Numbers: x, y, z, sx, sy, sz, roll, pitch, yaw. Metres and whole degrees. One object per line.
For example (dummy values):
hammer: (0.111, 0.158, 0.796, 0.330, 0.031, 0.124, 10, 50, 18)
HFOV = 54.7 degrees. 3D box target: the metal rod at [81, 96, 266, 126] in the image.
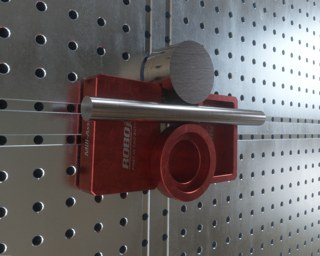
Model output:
metal rod: (0.043, -0.018, 0.401, 0.302, 0.025, 0.025, 1, 90, -40)

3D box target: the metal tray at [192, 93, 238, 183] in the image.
metal tray: (0.077, 0.015, 0.466, 0.091, 0.030, 0.129, 1, 89, -40)

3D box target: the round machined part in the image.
round machined part: (0.025, 0.043, 0.403, 0.099, 0.042, 0.097, 0, 90, -40)

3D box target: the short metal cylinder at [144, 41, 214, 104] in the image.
short metal cylinder: (0.026, -0.070, 0.409, 0.081, 0.050, 0.079, 0, 90, -40)

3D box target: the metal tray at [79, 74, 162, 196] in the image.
metal tray: (-0.044, 0.008, 0.363, 0.091, 0.030, 0.129, 4, 88, -40)
